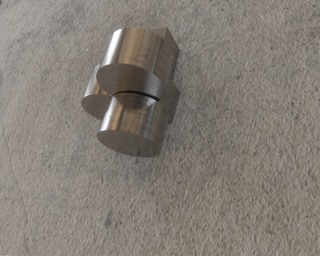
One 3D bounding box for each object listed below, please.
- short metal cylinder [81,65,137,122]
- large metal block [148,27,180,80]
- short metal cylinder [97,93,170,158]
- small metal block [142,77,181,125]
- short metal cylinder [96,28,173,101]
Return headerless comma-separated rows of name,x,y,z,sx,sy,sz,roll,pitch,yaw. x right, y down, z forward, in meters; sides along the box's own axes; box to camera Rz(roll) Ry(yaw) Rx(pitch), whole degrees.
short metal cylinder,-0.062,-0.045,0.431,0.080,0.080,0.050,-2,61,27
large metal block,-0.023,-0.096,0.461,0.080,0.050,0.080,-2,61,27
short metal cylinder,-0.033,-0.001,0.389,0.080,0.080,0.050,0,62,28
small metal block,0.002,-0.038,0.414,0.025,0.050,0.050,1,62,29
short metal cylinder,-0.029,-0.070,0.364,0.080,0.080,0.050,-2,61,27
